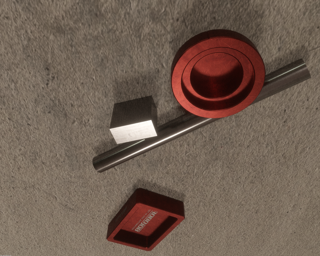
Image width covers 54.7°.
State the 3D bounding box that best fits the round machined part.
[{"bbox_3d":[0.061,-0.062,0.342,0.099,0.042,0.097,0,128,1],"label":"round machined part"}]

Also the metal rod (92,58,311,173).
[{"bbox_3d":[0.038,-0.007,0.401,0.300,0.025,0.025,-25,126,19],"label":"metal rod"}]

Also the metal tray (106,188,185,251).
[{"bbox_3d":[-0.027,0.165,0.543,0.091,0.030,0.129,22,127,-19],"label":"metal tray"}]

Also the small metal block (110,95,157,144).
[{"bbox_3d":[-0.031,-0.011,0.381,0.050,0.050,0.025,-12,129,9],"label":"small metal block"}]
